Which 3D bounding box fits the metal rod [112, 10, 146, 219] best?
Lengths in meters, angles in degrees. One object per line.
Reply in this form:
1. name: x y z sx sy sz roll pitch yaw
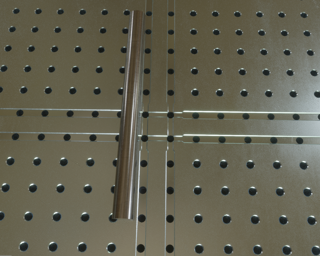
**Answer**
1. metal rod: -0.040 -0.031 0.422 0.025 0.025 0.299 2 70 1
